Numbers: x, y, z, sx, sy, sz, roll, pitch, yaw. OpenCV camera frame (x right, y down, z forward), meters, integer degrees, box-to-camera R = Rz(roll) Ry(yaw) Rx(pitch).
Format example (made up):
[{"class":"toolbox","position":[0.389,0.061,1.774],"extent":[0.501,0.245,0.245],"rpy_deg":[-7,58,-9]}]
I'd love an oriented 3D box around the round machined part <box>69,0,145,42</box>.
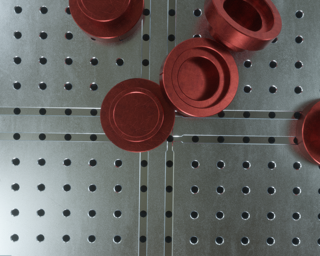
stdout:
[{"class":"round machined part","position":[-0.070,-0.166,0.404],"extent":[0.099,0.042,0.097],"rpy_deg":[0,90,0]}]

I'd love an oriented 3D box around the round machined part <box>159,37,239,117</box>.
[{"class":"round machined part","position":[0.047,-0.062,0.399],"extent":[0.099,0.042,0.097],"rpy_deg":[0,91,-13]}]

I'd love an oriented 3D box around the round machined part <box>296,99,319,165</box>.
[{"class":"round machined part","position":[0.236,0.006,0.406],"extent":[0.099,0.042,0.097],"rpy_deg":[0,90,0]}]

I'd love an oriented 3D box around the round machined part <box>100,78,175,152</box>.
[{"class":"round machined part","position":[-0.029,-0.017,0.405],"extent":[0.099,0.042,0.097],"rpy_deg":[0,90,0]}]

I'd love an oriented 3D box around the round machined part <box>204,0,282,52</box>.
[{"class":"round machined part","position":[0.099,-0.136,0.391],"extent":[0.099,0.042,0.098],"rpy_deg":[10,60,-18]}]
